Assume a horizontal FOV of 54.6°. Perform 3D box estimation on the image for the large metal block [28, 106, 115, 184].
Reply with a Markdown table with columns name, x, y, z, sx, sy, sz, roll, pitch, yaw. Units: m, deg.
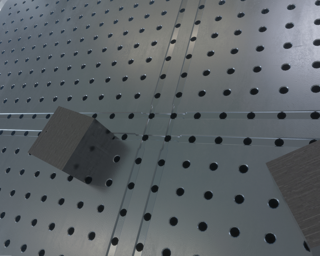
| name | x | y | z | sx | sy | sz | roll | pitch | yaw |
| --- | --- | --- | --- | --- | --- | --- | --- | --- | --- |
| large metal block | -0.127 | 0.022 | 0.447 | 0.080 | 0.050 | 0.080 | 17 | 71 | 35 |

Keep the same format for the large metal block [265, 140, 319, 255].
| name | x | y | z | sx | sy | sz | roll | pitch | yaw |
| --- | --- | --- | --- | --- | --- | --- | --- | --- | --- |
| large metal block | 0.154 | 0.058 | 0.276 | 0.080 | 0.050 | 0.080 | -26 | 52 | 12 |
